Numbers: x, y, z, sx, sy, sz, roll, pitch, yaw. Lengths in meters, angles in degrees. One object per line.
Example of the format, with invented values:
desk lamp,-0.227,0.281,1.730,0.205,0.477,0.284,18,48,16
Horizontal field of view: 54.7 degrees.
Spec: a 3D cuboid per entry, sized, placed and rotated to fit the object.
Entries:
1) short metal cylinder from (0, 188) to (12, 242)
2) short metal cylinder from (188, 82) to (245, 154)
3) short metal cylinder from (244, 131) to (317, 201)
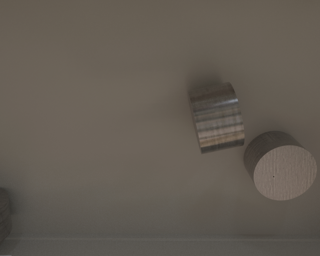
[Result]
short metal cylinder,-0.249,0.123,0.424,0.081,0.080,0.050,3,110,-2
short metal cylinder,0.067,-0.012,0.379,0.050,0.080,0.079,-12,110,4
short metal cylinder,0.160,0.050,0.419,0.081,0.050,0.079,0,110,-1
